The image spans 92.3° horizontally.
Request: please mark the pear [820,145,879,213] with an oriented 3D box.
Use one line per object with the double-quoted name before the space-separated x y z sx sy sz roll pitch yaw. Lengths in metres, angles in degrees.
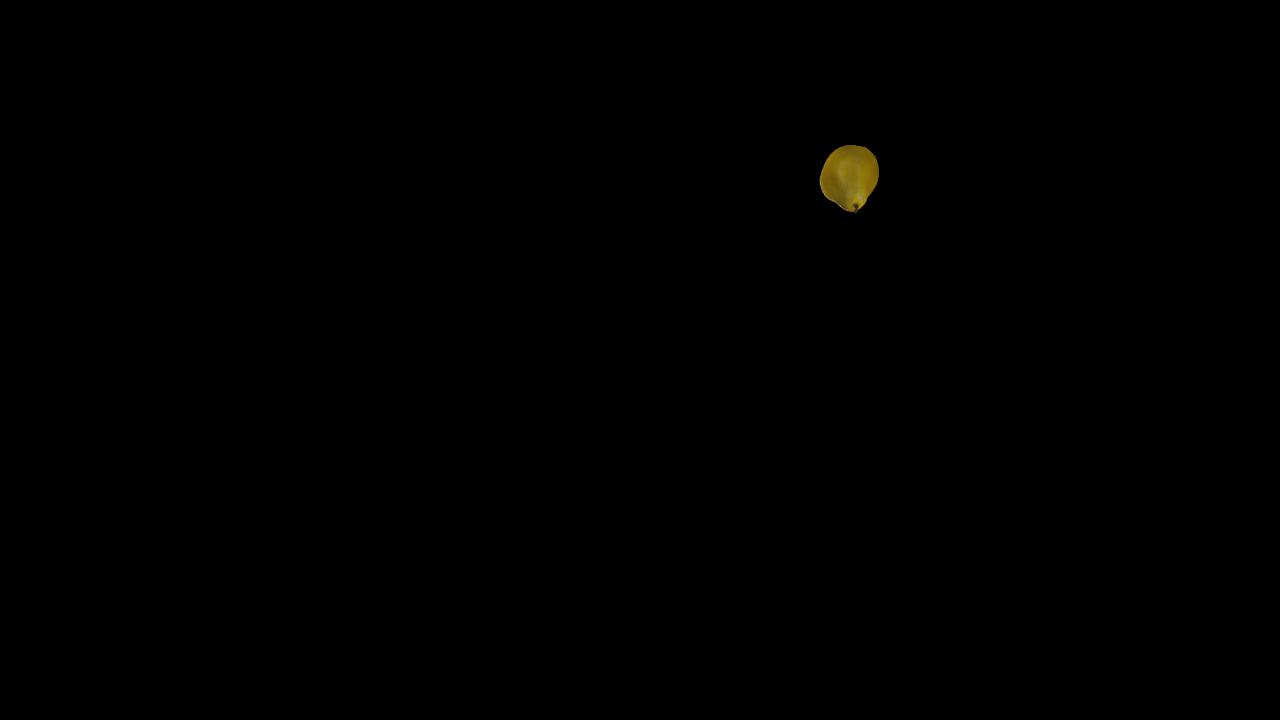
"pear" 0.281 -0.226 0.814 0.080 0.111 0.080 2 -26 1
